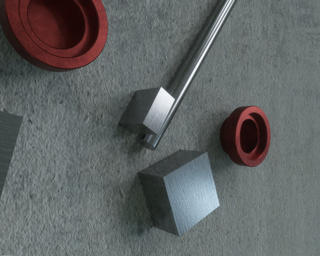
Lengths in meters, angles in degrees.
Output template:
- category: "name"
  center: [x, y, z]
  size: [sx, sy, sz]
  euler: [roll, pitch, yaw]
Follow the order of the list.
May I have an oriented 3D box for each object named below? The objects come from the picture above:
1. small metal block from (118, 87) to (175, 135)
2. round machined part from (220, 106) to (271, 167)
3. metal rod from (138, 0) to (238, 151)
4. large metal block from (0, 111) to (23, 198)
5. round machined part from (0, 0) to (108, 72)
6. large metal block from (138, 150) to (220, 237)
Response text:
- category: "small metal block"
  center: [-0.017, -0.020, 0.374]
  size: [0.025, 0.050, 0.050]
  euler: [39, 66, -33]
- category: "round machined part"
  center: [0.136, 0.013, 0.508]
  size: [0.099, 0.042, 0.097]
  euler: [0, 90, -40]
- category: "metal rod"
  center: [0.051, -0.099, 0.447]
  size: [0.025, 0.025, 0.300]
  euler: [44, 64, -31]
- category: "large metal block"
  center: [-0.169, 0.019, 0.247]
  size: [0.080, 0.050, 0.080]
  euler: [19, 78, -39]
- category: "round machined part"
  center: [-0.105, -0.104, 0.306]
  size: [0.099, 0.042, 0.097]
  euler: [0, 90, -40]
- category: "large metal block"
  center: [0.027, 0.082, 0.411]
  size: [0.081, 0.050, 0.080]
  euler: [-24, 105, -37]
